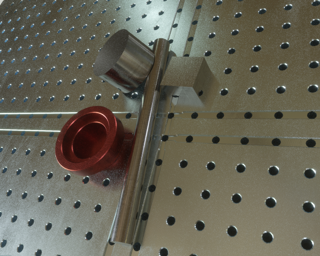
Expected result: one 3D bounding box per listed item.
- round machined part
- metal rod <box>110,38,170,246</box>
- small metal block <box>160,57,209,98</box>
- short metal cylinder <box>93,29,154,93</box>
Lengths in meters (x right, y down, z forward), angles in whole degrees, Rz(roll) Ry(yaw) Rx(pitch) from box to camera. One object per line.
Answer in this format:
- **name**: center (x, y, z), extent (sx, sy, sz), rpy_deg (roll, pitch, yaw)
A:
- **round machined part**: center (-0.092, 0.021, 0.431), extent (0.098, 0.042, 0.098), rpy_deg (-13, 56, 20)
- **metal rod**: center (-0.020, -0.001, 0.417), extent (0.025, 0.025, 0.299), rpy_deg (-4, 60, 26)
- **small metal block**: center (0.035, -0.072, 0.433), extent (0.050, 0.025, 0.050), rpy_deg (9, 66, 31)
- **short metal cylinder**: center (-0.055, -0.100, 0.465), extent (0.080, 0.050, 0.080), rpy_deg (-29, 45, 34)
